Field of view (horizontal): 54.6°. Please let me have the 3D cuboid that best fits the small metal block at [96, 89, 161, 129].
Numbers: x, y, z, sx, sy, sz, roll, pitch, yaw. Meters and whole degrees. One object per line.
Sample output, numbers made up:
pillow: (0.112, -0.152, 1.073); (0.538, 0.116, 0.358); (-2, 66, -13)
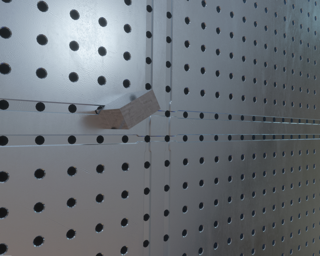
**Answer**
small metal block: (-0.037, -0.021, 0.361); (0.050, 0.050, 0.025); (-35, 112, -34)
